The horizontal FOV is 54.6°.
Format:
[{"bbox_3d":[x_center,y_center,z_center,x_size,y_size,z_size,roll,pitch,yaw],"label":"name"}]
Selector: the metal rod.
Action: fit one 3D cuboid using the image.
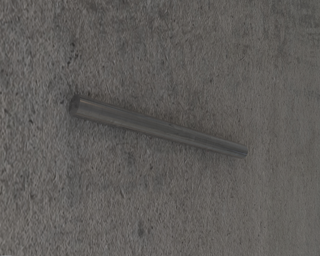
[{"bbox_3d":[0.023,0.007,0.422,0.302,0.025,0.025,16,80,-39],"label":"metal rod"}]
